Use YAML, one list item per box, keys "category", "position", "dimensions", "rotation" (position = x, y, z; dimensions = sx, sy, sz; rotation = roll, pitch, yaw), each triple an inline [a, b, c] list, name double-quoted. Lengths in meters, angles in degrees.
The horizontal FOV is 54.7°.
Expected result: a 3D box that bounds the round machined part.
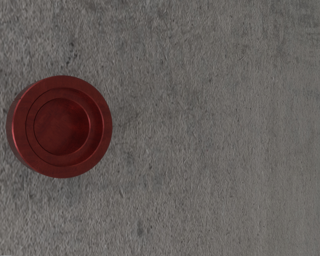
- category: "round machined part"
  position: [-0.101, -0.001, 0.309]
  dimensions: [0.099, 0.042, 0.097]
  rotation: [0, 90, -40]
